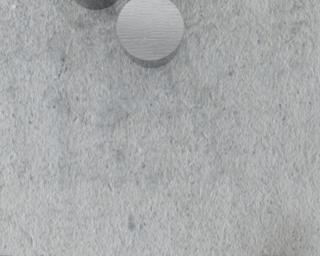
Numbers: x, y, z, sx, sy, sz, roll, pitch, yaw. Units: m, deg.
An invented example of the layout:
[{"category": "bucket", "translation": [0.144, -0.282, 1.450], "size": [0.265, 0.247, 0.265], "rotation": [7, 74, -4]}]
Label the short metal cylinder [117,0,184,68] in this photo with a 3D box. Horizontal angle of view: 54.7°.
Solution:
[{"category": "short metal cylinder", "translation": [-0.012, -0.121, 0.397], "size": [0.081, 0.050, 0.079], "rotation": [0, 90, -1]}]

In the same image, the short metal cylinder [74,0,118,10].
[{"category": "short metal cylinder", "translation": [-0.087, -0.200, 0.396], "size": [0.081, 0.050, 0.079], "rotation": [0, 90, -1]}]
